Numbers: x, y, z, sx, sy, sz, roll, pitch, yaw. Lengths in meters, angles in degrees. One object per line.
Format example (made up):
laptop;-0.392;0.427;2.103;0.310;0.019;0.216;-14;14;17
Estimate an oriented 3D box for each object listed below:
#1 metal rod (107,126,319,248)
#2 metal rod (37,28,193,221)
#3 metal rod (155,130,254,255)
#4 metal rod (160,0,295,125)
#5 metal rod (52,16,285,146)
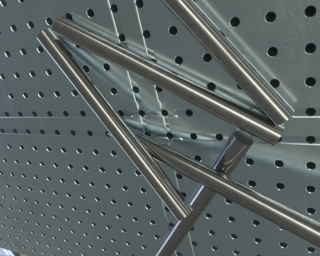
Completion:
metal rod;0.057;0.060;0.386;0.300;0.025;0.025;26;128;23
metal rod;-0.060;-0.007;0.403;0.300;0.025;0.025;52;129;4
metal rod;0.051;0.119;0.456;0.025;0.025;0.298;30;128;8
metal rod;0.030;-0.119;0.320;0.300;0.025;0.025;46;129;-5
metal rod;0.002;-0.061;0.370;0.301;0.025;0.025;28;128;9
